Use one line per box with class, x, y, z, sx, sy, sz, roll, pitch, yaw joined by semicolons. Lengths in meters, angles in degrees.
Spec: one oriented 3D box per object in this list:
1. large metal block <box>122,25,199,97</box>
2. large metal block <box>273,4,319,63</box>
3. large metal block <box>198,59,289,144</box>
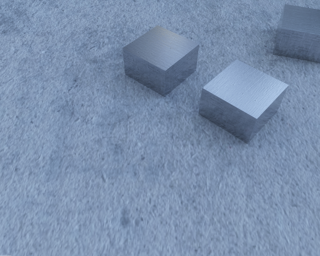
large metal block;0.002;-0.105;0.475;0.080;0.050;0.080;32;57;24
large metal block;0.243;-0.161;0.526;0.080;0.050;0.080;14;51;11
large metal block;0.111;-0.038;0.420;0.080;0.050;0.080;35;58;25
